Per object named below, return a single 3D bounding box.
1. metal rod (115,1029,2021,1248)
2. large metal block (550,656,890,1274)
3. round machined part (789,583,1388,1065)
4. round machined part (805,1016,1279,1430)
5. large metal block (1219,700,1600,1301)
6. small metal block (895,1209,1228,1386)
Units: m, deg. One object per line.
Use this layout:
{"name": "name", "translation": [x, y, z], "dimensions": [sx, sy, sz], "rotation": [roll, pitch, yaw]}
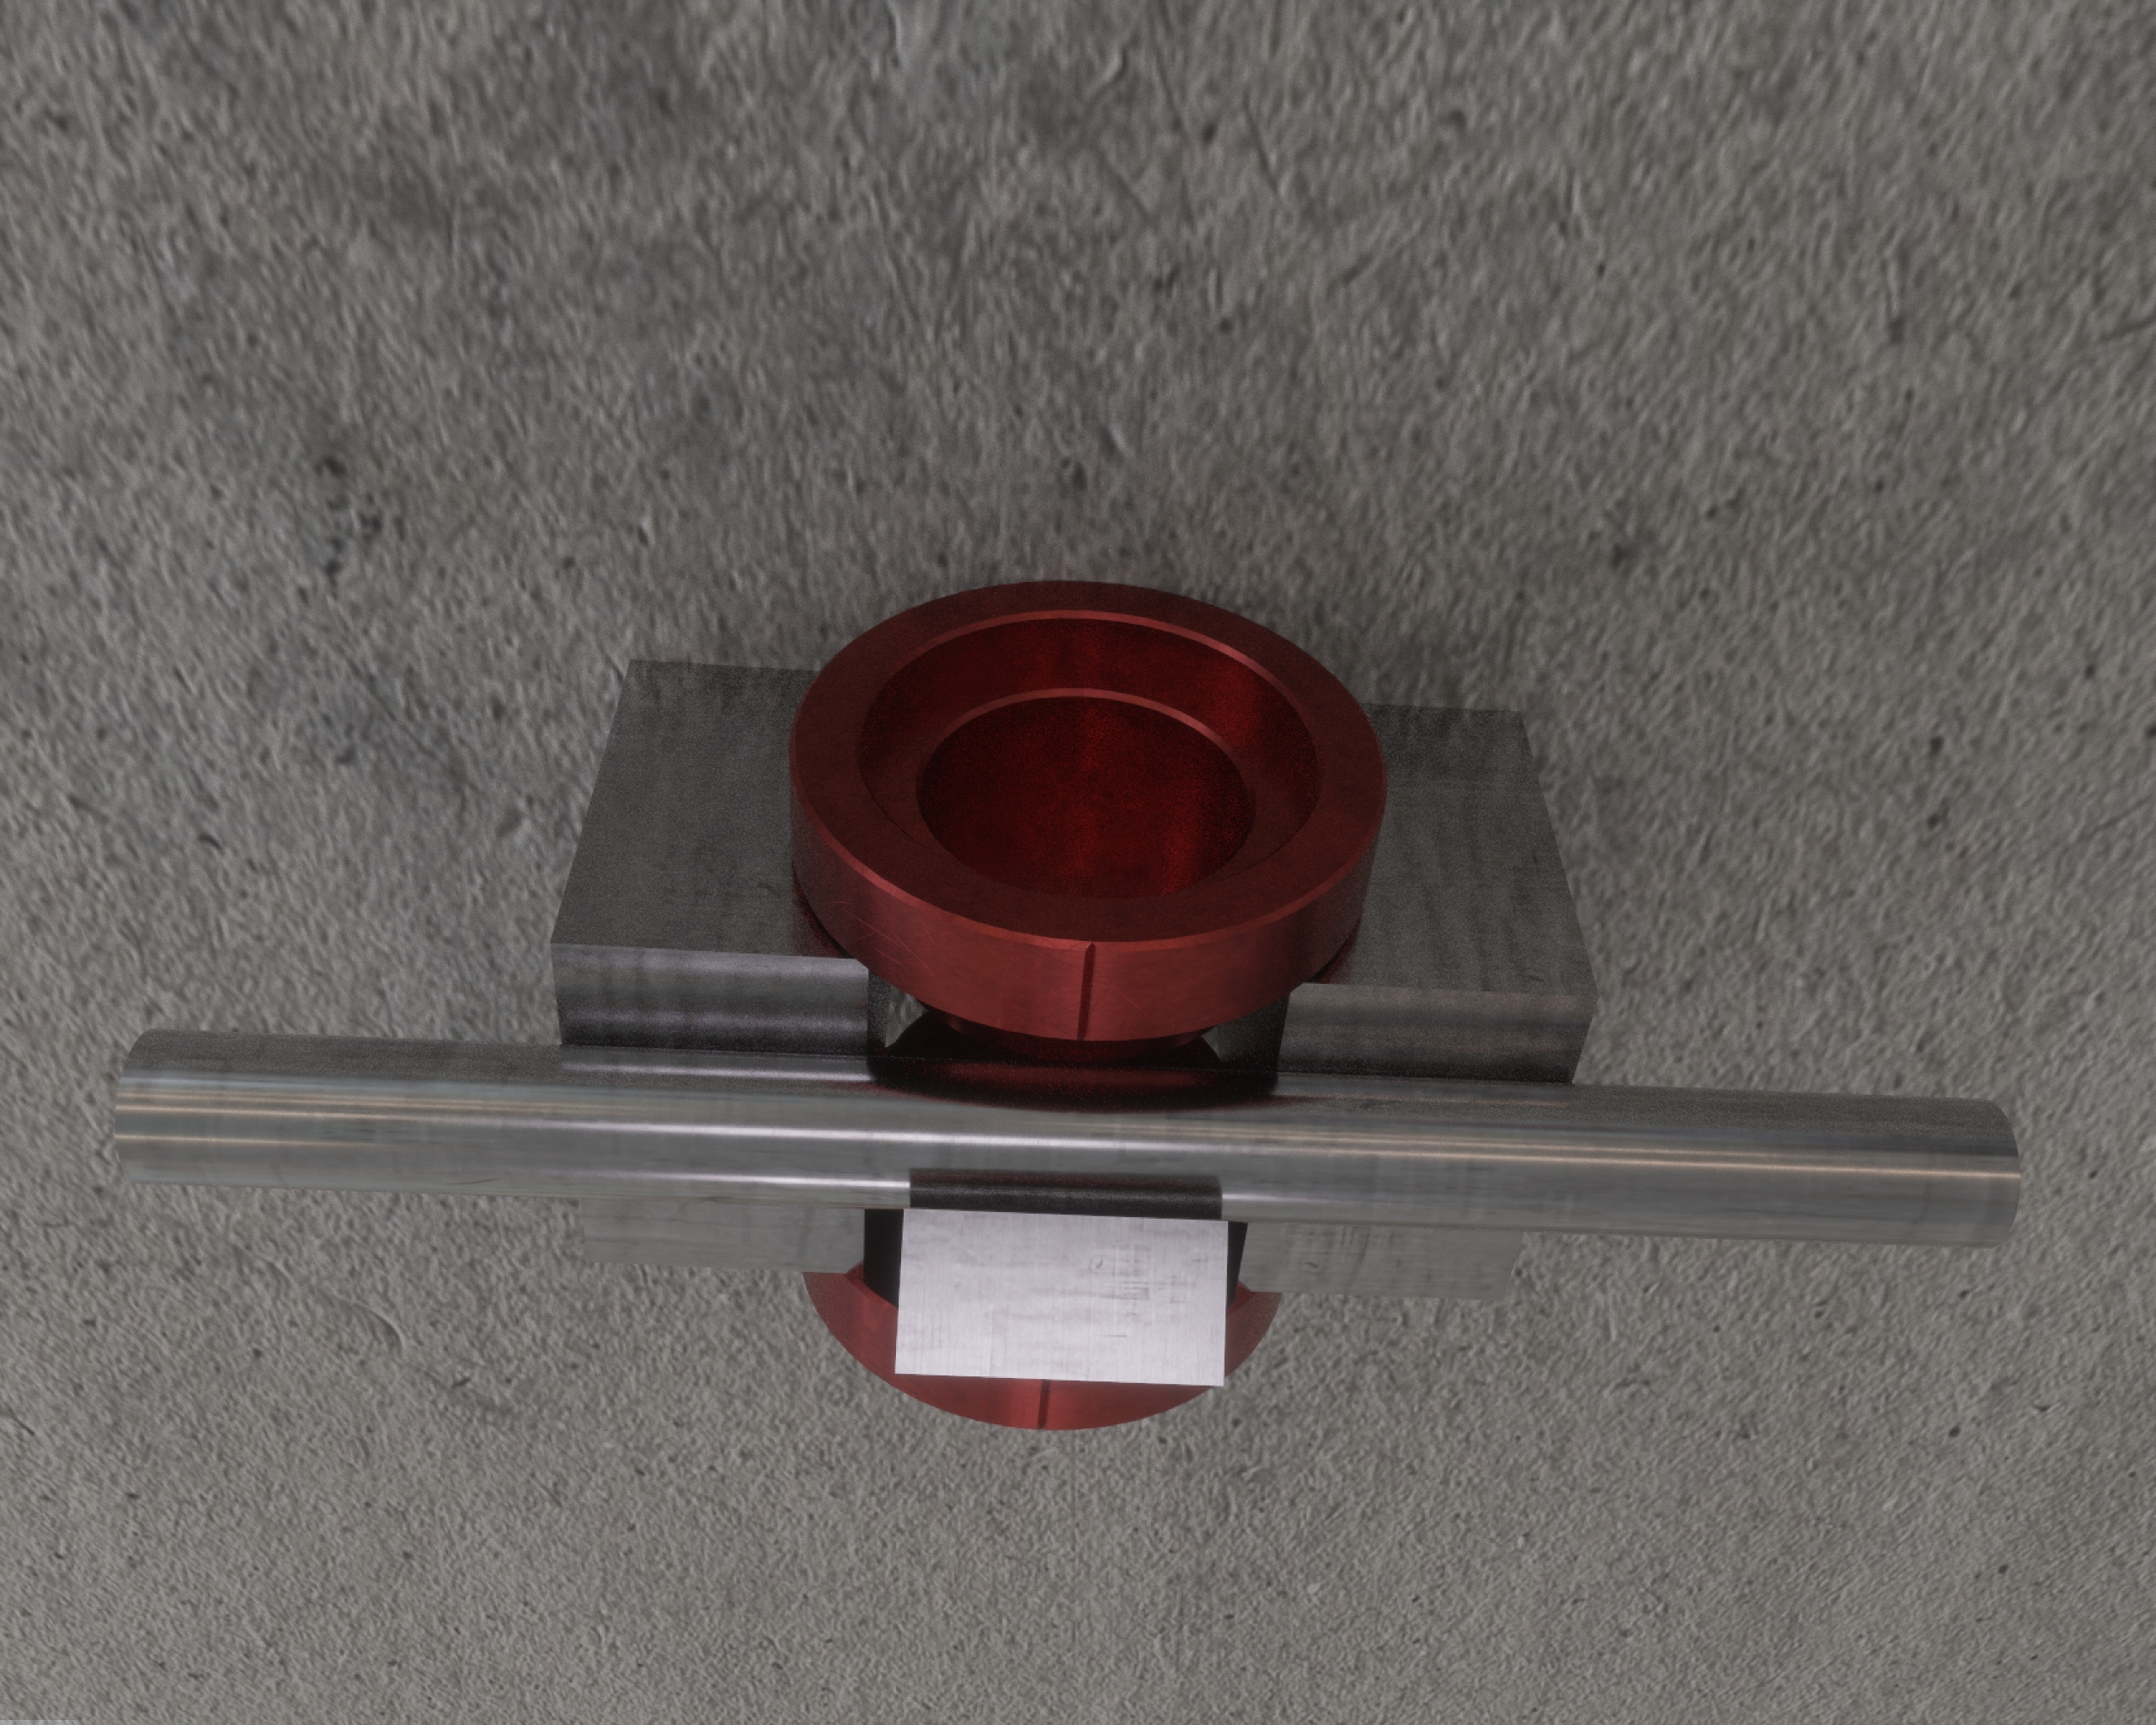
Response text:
{"name": "metal rod", "translation": [0.001, 0.046, 0.342], "dimensions": [0.302, 0.025, 0.025], "rotation": [2, 130, -3]}
{"name": "large metal block", "translation": [-0.062, 0.019, 0.388], "dimensions": [0.050, 0.080, 0.079], "rotation": [3, 130, -3]}
{"name": "round machined part", "translation": [0.001, -0.004, 0.357], "dimensions": [0.099, 0.098, 0.042], "rotation": [3, 131, -3]}
{"name": "round machined part", "translation": [-0.005, 0.060, 0.411], "dimensions": [0.099, 0.098, 0.042], "rotation": [4, 125, -3]}
{"name": "large metal block", "translation": [0.057, 0.025, 0.395], "dimensions": [0.050, 0.080, 0.079], "rotation": [3, 130, -3]}
{"name": "small metal block", "translation": [-0.002, 0.071, 0.346], "dimensions": [0.050, 0.025, 0.050], "rotation": [2, 171, 0]}
